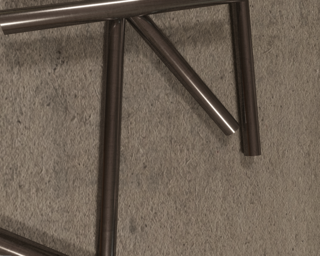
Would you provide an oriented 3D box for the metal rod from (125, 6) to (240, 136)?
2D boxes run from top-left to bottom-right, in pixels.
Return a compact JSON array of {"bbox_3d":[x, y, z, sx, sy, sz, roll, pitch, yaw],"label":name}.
[{"bbox_3d":[0.006,-0.104,0.412,0.025,0.025,0.300,-47,105,-14],"label":"metal rod"}]

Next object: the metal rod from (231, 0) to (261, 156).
[{"bbox_3d":[0.124,-0.108,0.456,0.025,0.025,0.298,-6,92,-20],"label":"metal rod"}]

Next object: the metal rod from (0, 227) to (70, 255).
[{"bbox_3d":[-0.157,0.137,0.351,0.301,0.025,0.025,31,80,-18],"label":"metal rod"}]

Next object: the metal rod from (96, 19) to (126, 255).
[{"bbox_3d":[-0.062,0.009,0.386,0.025,0.025,0.298,2,89,-20],"label":"metal rod"}]

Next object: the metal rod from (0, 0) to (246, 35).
[{"bbox_3d":[-0.028,-0.147,0.371,0.302,0.025,0.025,-15,95,-17],"label":"metal rod"}]
